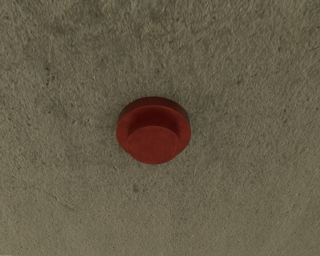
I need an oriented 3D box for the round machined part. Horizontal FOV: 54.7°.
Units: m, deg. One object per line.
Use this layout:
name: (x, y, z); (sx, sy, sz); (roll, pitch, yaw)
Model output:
round machined part: (-0.008, 0.010, 0.406); (0.099, 0.042, 0.097); (-1, 130, 0)
